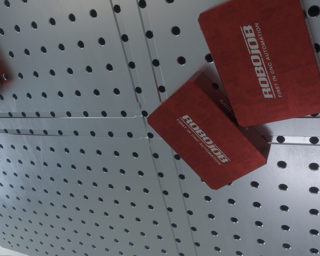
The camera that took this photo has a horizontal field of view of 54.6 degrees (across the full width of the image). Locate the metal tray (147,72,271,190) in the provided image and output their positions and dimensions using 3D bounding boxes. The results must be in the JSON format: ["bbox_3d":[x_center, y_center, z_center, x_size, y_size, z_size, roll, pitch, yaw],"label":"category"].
[{"bbox_3d":[0.058,0.007,0.382,0.130,0.030,0.090,46,129,-4],"label":"metal tray"}]

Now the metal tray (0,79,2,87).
[{"bbox_3d":[-0.327,-0.117,0.509,0.090,0.030,0.129,-5,116,30],"label":"metal tray"}]

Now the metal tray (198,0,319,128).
[{"bbox_3d":[0.104,-0.070,0.310,0.090,0.030,0.130,-13,112,33],"label":"metal tray"}]
